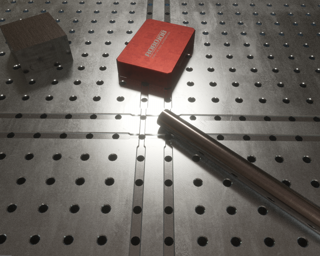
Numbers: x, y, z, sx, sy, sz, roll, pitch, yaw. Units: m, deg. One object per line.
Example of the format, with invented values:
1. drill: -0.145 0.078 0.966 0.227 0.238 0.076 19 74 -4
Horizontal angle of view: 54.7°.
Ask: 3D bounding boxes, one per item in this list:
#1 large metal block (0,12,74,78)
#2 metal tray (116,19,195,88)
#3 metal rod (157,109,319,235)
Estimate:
1. large metal block: -0.200 -0.137 0.504 0.081 0.050 0.080 -26 55 -21
2. metal tray: -0.003 -0.127 0.511 0.090 0.030 0.130 16 52 13
3. metal rod: 0.116 0.062 0.356 0.300 0.025 0.025 34 58 25
